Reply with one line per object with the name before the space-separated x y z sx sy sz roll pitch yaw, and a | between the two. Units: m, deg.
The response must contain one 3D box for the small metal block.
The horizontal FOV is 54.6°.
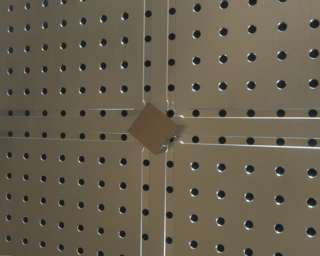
small metal block | -0.006 0.000 0.415 0.050 0.025 0.050 40 103 15
